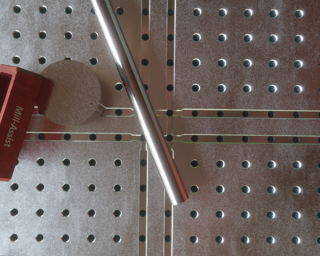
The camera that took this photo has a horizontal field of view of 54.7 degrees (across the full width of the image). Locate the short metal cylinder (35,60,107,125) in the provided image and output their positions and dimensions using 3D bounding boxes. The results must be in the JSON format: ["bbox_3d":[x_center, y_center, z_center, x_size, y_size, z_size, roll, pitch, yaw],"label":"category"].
[{"bbox_3d":[-0.112,-0.043,0.400,0.081,0.050,0.079,0,90,0],"label":"short metal cylinder"}]

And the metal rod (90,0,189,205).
[{"bbox_3d":[-0.029,-0.041,0.412,0.025,0.025,0.299,-22,90,0],"label":"metal rod"}]

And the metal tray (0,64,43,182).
[{"bbox_3d":[-0.190,-0.010,0.380,0.030,0.090,0.129,18,90,-40],"label":"metal tray"}]
